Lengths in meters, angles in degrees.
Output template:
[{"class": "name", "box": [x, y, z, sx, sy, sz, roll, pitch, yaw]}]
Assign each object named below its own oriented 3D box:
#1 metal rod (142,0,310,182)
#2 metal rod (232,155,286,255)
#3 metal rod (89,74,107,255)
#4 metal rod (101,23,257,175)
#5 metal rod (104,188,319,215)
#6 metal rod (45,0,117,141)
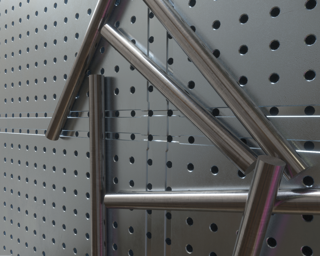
[{"class": "metal rod", "box": [0.059, -0.070, 0.361, 0.025, 0.025, 0.299, -48, 62, 29]}, {"class": "metal rod", "box": [0.079, 0.171, 0.324, 0.025, 0.025, 0.298, 22, 110, 38]}, {"class": "metal rod", "box": [-0.098, 0.066, 0.492, 0.025, 0.025, 0.298, -2, 89, 40]}, {"class": "metal rod", "box": [0.009, -0.054, 0.402, 0.300, 0.025, 0.025, 47, 118, 30]}, {"class": "metal rod", "box": [0.038, 0.089, 0.378, 0.300, 0.025, 0.025, -11, 83, 39]}, {"class": "metal rod", "box": [-0.133, -0.104, 0.520, 0.025, 0.025, 0.298, 44, 116, 31]}]
